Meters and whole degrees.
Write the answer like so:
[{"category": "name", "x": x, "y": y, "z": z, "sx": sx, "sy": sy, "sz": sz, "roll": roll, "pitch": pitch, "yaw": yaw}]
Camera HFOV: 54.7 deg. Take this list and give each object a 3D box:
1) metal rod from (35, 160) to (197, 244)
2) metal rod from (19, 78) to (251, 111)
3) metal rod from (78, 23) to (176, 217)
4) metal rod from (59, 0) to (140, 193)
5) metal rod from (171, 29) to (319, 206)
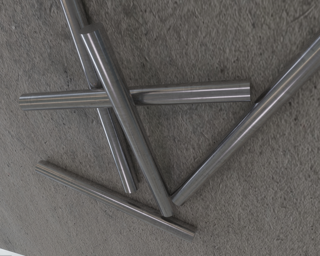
[{"category": "metal rod", "x": -0.083, "y": 0.119, "z": 0.523, "sx": 0.301, "sy": 0.025, "sz": 0.025, "roll": 20, "pitch": 126, "yaw": 16}, {"category": "metal rod", "x": -0.045, "y": -0.038, "z": 0.381, "sx": 0.301, "sy": 0.025, "sz": 0.025, "roll": -1, "pitch": 118, "yaw": 19}, {"category": "metal rod", "x": -0.027, "y": 0.016, "z": 0.388, "sx": 0.025, "sy": 0.025, "sz": 0.299, "roll": 3, "pitch": 133, "yaw": 27}, {"category": "metal rod", "x": -0.077, "y": -0.036, "z": 0.425, "sx": 0.025, "sy": 0.025, "sz": 0.298, "roll": 0, "pitch": 119, "yaw": 28}, {"category": "metal rod", "x": 0.092, "y": 0.008, "z": 0.362, "sx": 0.025, "sy": 0.025, "sz": 0.298, "roll": 37, "pitch": 129, "yaw": 3}]
